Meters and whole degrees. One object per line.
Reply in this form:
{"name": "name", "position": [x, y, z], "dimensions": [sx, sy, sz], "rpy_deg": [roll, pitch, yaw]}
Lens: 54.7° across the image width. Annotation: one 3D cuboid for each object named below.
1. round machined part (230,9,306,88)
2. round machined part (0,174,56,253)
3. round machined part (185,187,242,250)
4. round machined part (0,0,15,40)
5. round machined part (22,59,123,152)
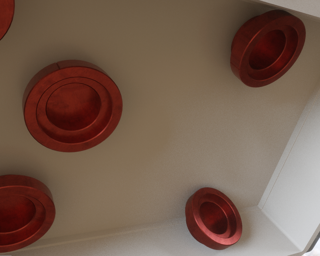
{"name": "round machined part", "position": [0.131, -0.104, 0.397], "dimensions": [0.099, 0.042, 0.097], "rpy_deg": [-18, 137, -17]}
{"name": "round machined part", "position": [-0.176, 0.093, 0.359], "dimensions": [0.099, 0.042, 0.097], "rpy_deg": [-14, 124, -21]}
{"name": "round machined part", "position": [0.082, 0.150, 0.505], "dimensions": [0.099, 0.098, 0.042], "rpy_deg": [9, 138, -32]}
{"name": "round machined part", "position": [-0.166, -0.107, 0.236], "dimensions": [0.099, 0.042, 0.097], "rpy_deg": [-15, 131, -18]}
{"name": "round machined part", "position": [-0.093, -0.026, 0.330], "dimensions": [0.099, 0.042, 0.097], "rpy_deg": [-14, 124, -21]}
